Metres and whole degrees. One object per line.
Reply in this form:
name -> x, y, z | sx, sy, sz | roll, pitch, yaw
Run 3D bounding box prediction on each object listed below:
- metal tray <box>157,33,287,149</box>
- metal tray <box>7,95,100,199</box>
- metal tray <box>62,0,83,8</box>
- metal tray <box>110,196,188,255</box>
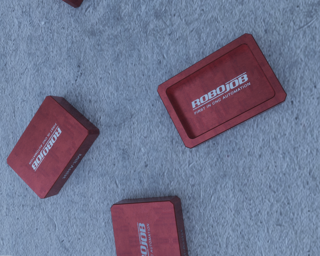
metal tray -> 0.073, -0.042, 0.380 | 0.130, 0.030, 0.090 | -29, 81, 17
metal tray -> -0.162, 0.028, 0.463 | 0.090, 0.030, 0.130 | 40, 102, 15
metal tray -> -0.150, -0.253, 0.459 | 0.130, 0.030, 0.090 | 41, 103, 15
metal tray -> -0.011, 0.160, 0.410 | 0.090, 0.030, 0.129 | -9, 87, 19
